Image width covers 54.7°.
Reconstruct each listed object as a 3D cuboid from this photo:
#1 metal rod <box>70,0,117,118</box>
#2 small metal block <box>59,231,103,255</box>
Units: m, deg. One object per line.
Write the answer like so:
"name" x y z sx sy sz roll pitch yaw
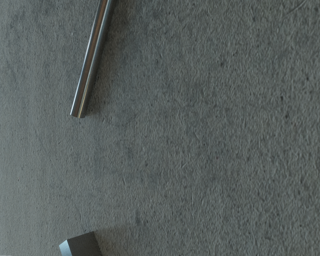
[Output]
"metal rod" -0.090 -0.157 0.476 0.025 0.025 0.298 30 108 35
"small metal block" -0.123 0.197 0.487 0.025 0.050 0.050 -41 65 32
